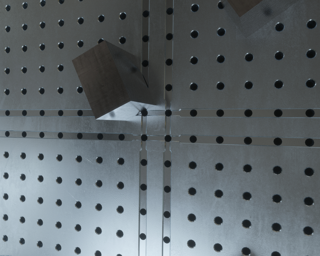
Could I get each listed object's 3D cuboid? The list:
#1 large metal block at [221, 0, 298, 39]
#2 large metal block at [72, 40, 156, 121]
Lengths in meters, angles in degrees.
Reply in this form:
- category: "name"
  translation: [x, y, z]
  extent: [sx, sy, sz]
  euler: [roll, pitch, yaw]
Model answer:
- category: "large metal block"
  translation: [0.113, -0.154, 0.344]
  extent: [0.080, 0.080, 0.050]
  euler: [-35, 79, 16]
- category: "large metal block"
  translation: [-0.057, -0.057, 0.402]
  extent: [0.050, 0.080, 0.080]
  euler: [-26, 82, 18]
